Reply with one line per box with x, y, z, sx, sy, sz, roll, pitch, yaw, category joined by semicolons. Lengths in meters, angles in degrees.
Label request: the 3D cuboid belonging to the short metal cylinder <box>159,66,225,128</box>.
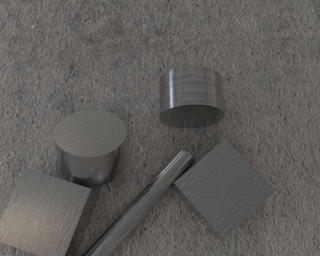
0.039;-0.036;0.393;0.081;0.080;0.050;0;70;0;short metal cylinder

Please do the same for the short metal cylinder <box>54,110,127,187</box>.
-0.081;0.023;0.368;0.081;0.050;0.080;5;40;-4;short metal cylinder

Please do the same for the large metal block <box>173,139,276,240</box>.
0.072;0.074;0.369;0.080;0.050;0.080;-39;75;-13;large metal block

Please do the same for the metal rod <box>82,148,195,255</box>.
-0.066;0.139;0.356;0.025;0.025;0.301;41;75;13;metal rod

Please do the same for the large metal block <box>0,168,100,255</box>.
-0.127;0.100;0.357;0.080;0.050;0.080;17;71;6;large metal block
